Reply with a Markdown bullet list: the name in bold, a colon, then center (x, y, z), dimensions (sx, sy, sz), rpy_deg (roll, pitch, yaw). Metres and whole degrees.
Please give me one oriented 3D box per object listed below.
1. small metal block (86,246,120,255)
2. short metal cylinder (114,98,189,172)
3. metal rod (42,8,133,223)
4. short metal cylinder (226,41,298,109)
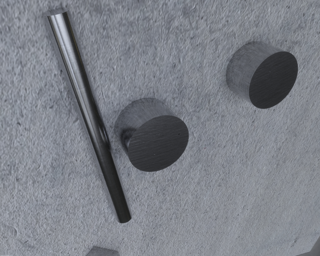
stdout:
- **small metal block**: center (-0.097, 0.219, 0.491), dimensions (0.050, 0.025, 0.050), rpy_deg (32, 100, -39)
- **short metal cylinder**: center (-0.011, 0.008, 0.391), dimensions (0.081, 0.050, 0.079), rpy_deg (-14, 125, -21)
- **metal rod**: center (-0.075, 0.012, 0.373), dimensions (0.025, 0.025, 0.298), rpy_deg (-22, 127, -16)
- **short metal cylinder**: center (0.138, -0.073, 0.424), dimensions (0.081, 0.050, 0.079), rpy_deg (-14, 125, -21)
